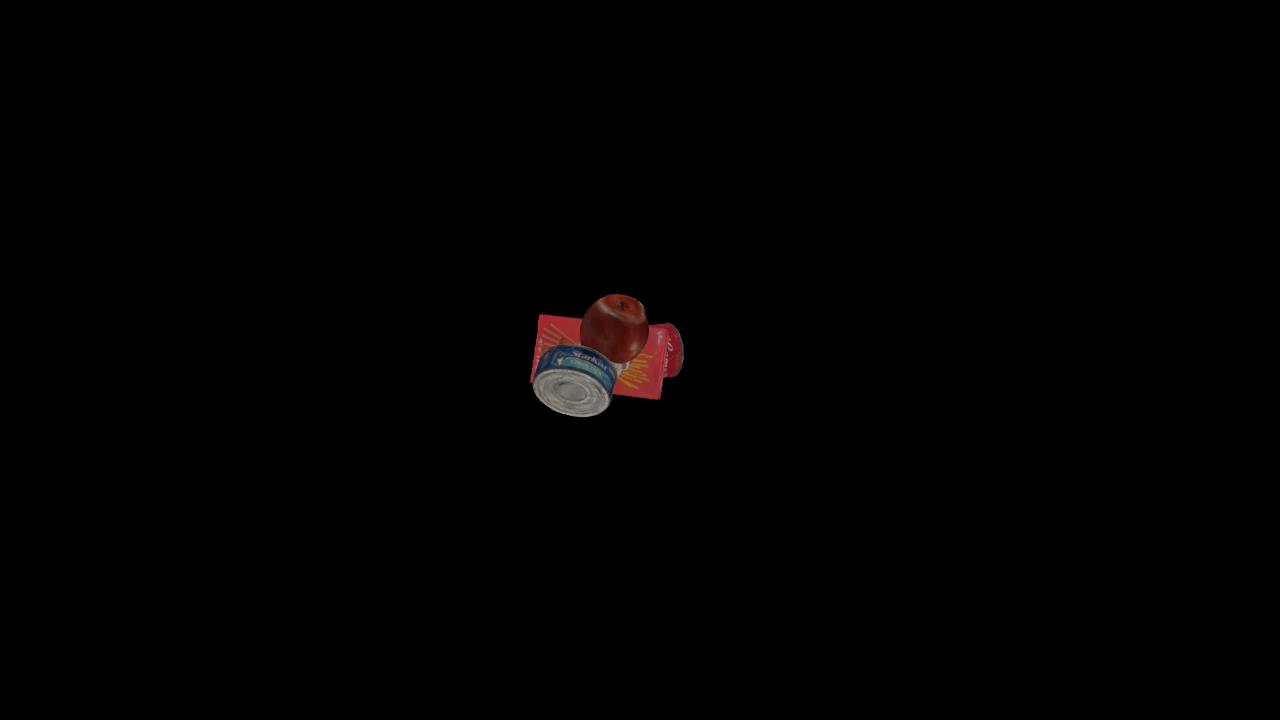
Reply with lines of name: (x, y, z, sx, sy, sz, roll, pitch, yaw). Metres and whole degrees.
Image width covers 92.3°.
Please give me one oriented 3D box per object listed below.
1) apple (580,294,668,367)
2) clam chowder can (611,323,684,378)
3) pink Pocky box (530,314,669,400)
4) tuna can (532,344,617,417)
apple: (-0.030, -0.031, 0.706, 0.079, 0.093, 0.079, 11, 36, -8)
clam chowder can: (-0.008, -0.008, 0.736, 0.102, 0.068, 0.068, -6, 3, -26)
pink Pocky box: (-0.047, -0.004, 0.720, 0.155, 0.084, 0.029, 7, -3, 8)
tuna can: (-0.068, 0.023, 0.635, 0.084, 0.034, 0.084, 7, -40, 6)
